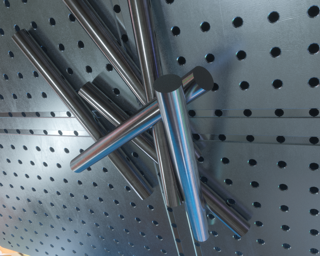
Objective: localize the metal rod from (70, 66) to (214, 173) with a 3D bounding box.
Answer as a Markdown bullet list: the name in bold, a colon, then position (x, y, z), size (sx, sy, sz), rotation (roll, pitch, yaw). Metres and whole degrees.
- **metal rod**: position (-0.047, 0.008, 0.390), size (0.025, 0.025, 0.299), rotation (50, 138, -8)

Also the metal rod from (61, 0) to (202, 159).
- **metal rod**: position (-0.044, -0.078, 0.387), size (0.025, 0.025, 0.300), rotation (-30, 102, 38)

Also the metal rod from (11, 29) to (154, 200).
- **metal rod**: position (-0.108, -0.014, 0.460), size (0.025, 0.025, 0.300), rotation (-29, 102, 38)

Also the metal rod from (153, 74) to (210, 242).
- **metal rod**: position (0.035, 0.062, 0.370), size (0.025, 0.025, 0.299), rotation (10, 141, 23)

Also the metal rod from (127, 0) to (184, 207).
- **metal rod**: position (-0.005, -0.042, 0.363), size (0.025, 0.025, 0.298), rotation (0, 111, 28)

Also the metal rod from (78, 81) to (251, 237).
- **metal rod**: position (0.007, 0.044, 0.435), size (0.300, 0.025, 0.025), rotation (42, 129, -1)
